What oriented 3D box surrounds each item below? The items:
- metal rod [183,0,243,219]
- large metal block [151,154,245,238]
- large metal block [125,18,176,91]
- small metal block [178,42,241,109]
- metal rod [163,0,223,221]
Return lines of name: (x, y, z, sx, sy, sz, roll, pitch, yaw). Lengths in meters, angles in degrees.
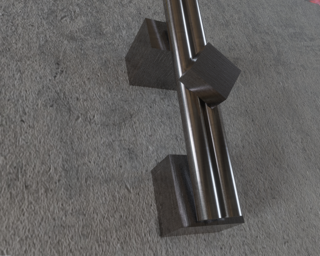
metal rod: (0.055, -0.047, 0.370, 0.025, 0.025, 0.299, 3, 67, -27)
large metal block: (0.041, 0.079, 0.362, 0.081, 0.050, 0.080, 5, 60, -26)
large metal block: (0.005, -0.098, 0.432, 0.081, 0.080, 0.050, 3, 61, -27)
small metal block: (0.057, -0.059, 0.346, 0.050, 0.025, 0.050, 39, 56, -9)
metal rod: (0.031, -0.048, 0.358, 0.025, 0.025, 0.299, 3, 67, -27)
